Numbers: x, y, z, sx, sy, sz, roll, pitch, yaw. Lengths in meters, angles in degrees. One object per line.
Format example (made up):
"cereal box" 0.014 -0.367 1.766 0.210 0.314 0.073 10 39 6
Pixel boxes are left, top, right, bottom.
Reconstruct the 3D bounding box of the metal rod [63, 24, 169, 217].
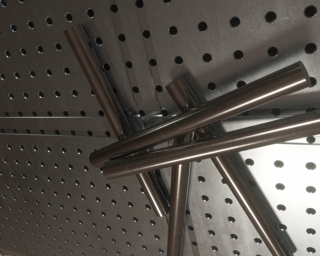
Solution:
"metal rod" -0.053 0.003 0.438 0.025 0.025 0.299 -11 113 32

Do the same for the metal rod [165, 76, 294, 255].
"metal rod" 0.097 0.066 0.400 0.025 0.025 0.299 -24 106 36

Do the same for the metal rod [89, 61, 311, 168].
"metal rod" 0.019 -0.001 0.365 0.299 0.025 0.025 -23 106 36

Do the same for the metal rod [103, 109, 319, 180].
"metal rod" 0.063 0.021 0.358 0.300 0.025 0.025 -15 111 23

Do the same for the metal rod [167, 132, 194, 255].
"metal rod" 0.027 0.126 0.473 0.025 0.025 0.298 15 125 19
